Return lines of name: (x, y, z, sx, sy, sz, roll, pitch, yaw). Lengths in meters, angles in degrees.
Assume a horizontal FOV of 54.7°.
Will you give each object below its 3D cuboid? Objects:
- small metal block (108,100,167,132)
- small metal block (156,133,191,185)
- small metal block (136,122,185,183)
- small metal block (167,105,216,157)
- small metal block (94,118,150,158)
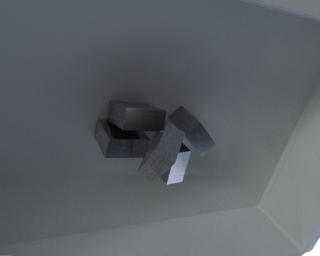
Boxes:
small metal block: (-0.028, -0.014, 0.365, 0.050, 0.050, 0.025, 3, 101, -30)
small metal block: (0.013, 0.040, 0.423, 0.025, 0.050, 0.050, -4, 121, -31)
small metal block: (0.001, 0.030, 0.368, 0.025, 0.050, 0.050, 32, 134, -8)
small metal block: (0.043, 0.004, 0.418, 0.025, 0.050, 0.050, -41, 129, 0)
small metal block: (-0.047, 0.012, 0.374, 0.050, 0.050, 0.025, 3, 117, -30)
